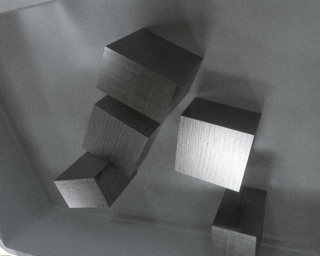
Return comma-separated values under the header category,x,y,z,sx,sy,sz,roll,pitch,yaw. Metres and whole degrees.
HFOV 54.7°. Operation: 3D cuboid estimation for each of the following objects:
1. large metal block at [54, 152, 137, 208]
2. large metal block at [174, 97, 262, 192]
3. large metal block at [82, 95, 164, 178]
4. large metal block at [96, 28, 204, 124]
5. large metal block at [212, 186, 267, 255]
category,x,y,z,sx,sy,sz,roll,pitch,yaw
large metal block,-0.095,0.074,0.467,0.080,0.080,0.050,-10,114,32
large metal block,0.067,0.018,0.368,0.080,0.050,0.079,16,125,18
large metal block,-0.051,0.008,0.423,0.080,0.050,0.079,32,128,7
large metal block,-0.009,-0.061,0.339,0.080,0.080,0.050,29,128,9
large metal block,0.103,0.132,0.400,0.050,0.080,0.079,8,122,24
